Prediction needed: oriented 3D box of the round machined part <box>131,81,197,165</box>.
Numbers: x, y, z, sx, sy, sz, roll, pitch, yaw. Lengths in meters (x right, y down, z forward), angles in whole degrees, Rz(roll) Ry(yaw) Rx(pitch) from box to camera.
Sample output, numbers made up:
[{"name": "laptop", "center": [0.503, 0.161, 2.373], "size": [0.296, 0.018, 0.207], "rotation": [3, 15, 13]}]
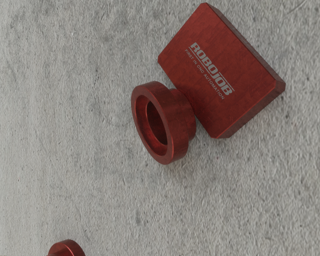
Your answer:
[{"name": "round machined part", "center": [0.007, -0.009, 0.368], "size": [0.098, 0.042, 0.097], "rotation": [47, 148, 41]}]

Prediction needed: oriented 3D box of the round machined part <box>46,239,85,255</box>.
[{"name": "round machined part", "center": [-0.168, 0.246, 0.529], "size": [0.098, 0.042, 0.097], "rotation": [0, 90, 39]}]

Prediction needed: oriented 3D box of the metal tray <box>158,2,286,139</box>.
[{"name": "metal tray", "center": [0.062, -0.064, 0.349], "size": [0.090, 0.030, 0.130], "rotation": [-46, 63, 29]}]
